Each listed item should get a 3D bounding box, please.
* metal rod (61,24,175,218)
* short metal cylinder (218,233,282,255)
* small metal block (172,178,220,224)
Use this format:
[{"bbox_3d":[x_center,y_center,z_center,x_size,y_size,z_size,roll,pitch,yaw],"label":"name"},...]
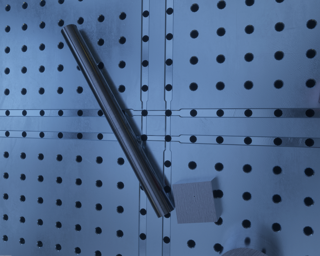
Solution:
[{"bbox_3d":[-0.063,-0.016,0.433,0.025,0.025,0.299,-32,80,17],"label":"metal rod"},{"bbox_3d":[0.105,0.171,0.362,0.080,0.050,0.079,0,90,19],"label":"short metal cylinder"},{"bbox_3d":[0.047,0.093,0.396,0.050,0.025,0.050,-9,87,19],"label":"small metal block"}]
